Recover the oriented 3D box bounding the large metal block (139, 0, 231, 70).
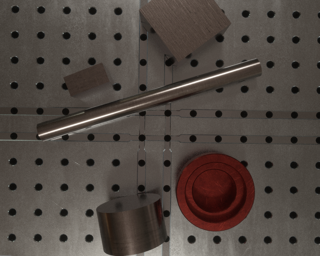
[{"bbox_3d":[0.031,-0.136,0.401,0.080,0.050,0.080,-37,90,0],"label":"large metal block"}]

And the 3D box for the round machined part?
[{"bbox_3d":[0.069,0.080,0.406,0.099,0.042,0.097,0,90,-1],"label":"round machined part"}]

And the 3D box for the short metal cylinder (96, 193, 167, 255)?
[{"bbox_3d":[-0.035,0.117,0.386,0.080,0.080,0.050,-10,90,0],"label":"short metal cylinder"}]

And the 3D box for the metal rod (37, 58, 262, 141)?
[{"bbox_3d":[-0.013,-0.038,0.413,0.302,0.025,0.025,-17,90,-1],"label":"metal rod"}]

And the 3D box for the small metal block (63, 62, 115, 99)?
[{"bbox_3d":[-0.089,-0.059,0.400,0.050,0.050,0.025,-21,90,0],"label":"small metal block"}]
